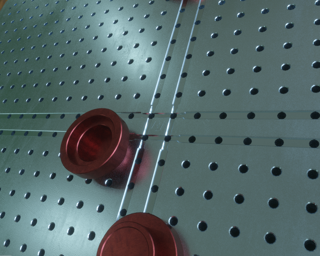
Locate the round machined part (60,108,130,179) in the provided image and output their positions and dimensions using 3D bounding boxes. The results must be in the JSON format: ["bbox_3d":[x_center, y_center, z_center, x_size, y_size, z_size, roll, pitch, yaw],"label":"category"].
[{"bbox_3d":[-0.085,0.025,0.428,0.098,0.042,0.098,-13,56,21],"label":"round machined part"}]

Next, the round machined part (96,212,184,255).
[{"bbox_3d":[-0.028,0.138,0.328,0.098,0.042,0.098,-13,56,21],"label":"round machined part"}]
